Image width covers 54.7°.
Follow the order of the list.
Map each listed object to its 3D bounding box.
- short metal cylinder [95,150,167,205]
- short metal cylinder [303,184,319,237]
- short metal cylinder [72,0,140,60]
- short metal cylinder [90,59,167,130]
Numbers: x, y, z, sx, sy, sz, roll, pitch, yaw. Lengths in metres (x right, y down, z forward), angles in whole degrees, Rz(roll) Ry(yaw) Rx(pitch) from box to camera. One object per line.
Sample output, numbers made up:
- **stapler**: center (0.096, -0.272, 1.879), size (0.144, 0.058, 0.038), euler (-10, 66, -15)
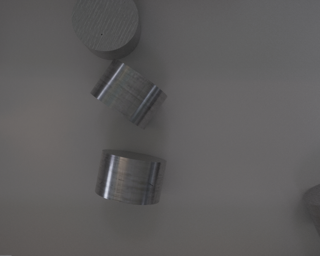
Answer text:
- **short metal cylinder**: center (-0.036, 0.059, 0.384), size (0.080, 0.080, 0.050), euler (10, 90, 0)
- **short metal cylinder**: center (0.229, 0.100, 0.386), size (0.080, 0.080, 0.050), euler (-23, 90, 0)
- **short metal cylinder**: center (-0.066, -0.132, 0.398), size (0.081, 0.050, 0.080), euler (0, 90, 0)
- **short metal cylinder**: center (-0.038, -0.041, 0.383), size (0.080, 0.080, 0.050), euler (35, 90, 0)
